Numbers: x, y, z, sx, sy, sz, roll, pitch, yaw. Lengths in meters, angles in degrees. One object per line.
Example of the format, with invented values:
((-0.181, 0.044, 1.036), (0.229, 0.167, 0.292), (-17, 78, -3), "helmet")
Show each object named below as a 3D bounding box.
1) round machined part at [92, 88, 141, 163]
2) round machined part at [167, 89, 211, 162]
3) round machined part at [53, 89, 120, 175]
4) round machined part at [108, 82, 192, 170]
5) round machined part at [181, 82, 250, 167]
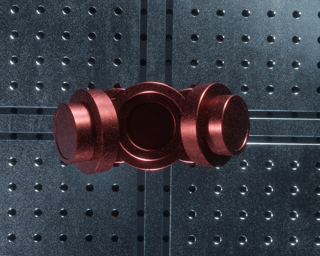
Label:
((-0.055, -0.003, 0.404), (0.099, 0.042, 0.097), (0, 90, -1), "round machined part")
((0.043, -0.003, 0.405), (0.099, 0.042, 0.097), (0, 90, -1), "round machined part")
((-0.089, 0.005, 0.353), (0.042, 0.098, 0.097), (-6, 90, -38), "round machined part")
((-0.011, -0.002, 0.362), (0.099, 0.042, 0.097), (0, 90, -1), "round machined part")
((0.069, -0.004, 0.355), (0.042, 0.099, 0.097), (0, 90, 40), "round machined part")
